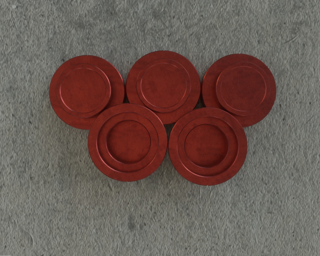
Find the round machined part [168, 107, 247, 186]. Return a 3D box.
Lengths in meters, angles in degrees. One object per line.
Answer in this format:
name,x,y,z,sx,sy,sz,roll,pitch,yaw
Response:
round machined part,0.059,0.023,0.403,0.099,0.042,0.097,0,90,-1

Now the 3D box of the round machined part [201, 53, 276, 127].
round machined part,0.103,-0.049,0.404,0.099,0.042,0.097,0,90,-1

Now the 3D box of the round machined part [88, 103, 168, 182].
round machined part,-0.040,0.018,0.402,0.099,0.042,0.097,0,90,-1

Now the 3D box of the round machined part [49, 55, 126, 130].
round machined part,-0.095,-0.046,0.401,0.099,0.042,0.097,0,90,-1

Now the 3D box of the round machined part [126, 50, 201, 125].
round machined part,0.004,-0.053,0.403,0.099,0.042,0.097,0,90,-1
